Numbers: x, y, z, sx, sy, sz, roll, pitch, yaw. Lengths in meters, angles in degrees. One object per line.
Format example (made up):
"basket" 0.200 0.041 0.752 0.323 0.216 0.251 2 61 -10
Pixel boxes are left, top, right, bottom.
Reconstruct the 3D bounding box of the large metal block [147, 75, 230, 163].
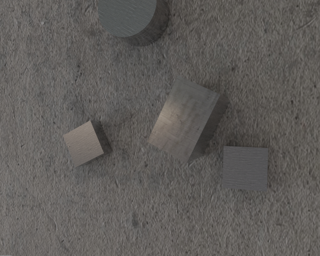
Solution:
"large metal block" 0.037 -0.010 0.366 0.050 0.080 0.080 28 99 18

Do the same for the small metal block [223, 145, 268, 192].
"small metal block" 0.103 0.047 0.372 0.050 0.025 0.050 2 91 20

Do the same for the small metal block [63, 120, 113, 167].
"small metal block" -0.104 0.023 0.445 0.050 0.025 0.050 -27 81 18

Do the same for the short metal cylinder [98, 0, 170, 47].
"short metal cylinder" -0.033 -0.153 0.407 0.080 0.050 0.079 0 90 20
